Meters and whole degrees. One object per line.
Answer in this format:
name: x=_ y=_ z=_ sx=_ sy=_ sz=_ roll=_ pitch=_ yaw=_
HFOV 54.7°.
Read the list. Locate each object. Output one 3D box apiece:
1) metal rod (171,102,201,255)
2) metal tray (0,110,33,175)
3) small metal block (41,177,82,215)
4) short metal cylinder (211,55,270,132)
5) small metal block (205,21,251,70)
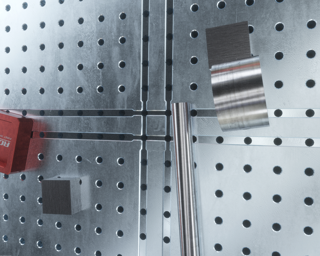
metal rod: x=0.036 y=0.117 z=0.399 sx=0.025 sy=0.025 sz=0.298 roll=-4 pitch=89 yaw=19
metal tray: x=-0.276 y=0.015 z=0.504 sx=0.130 sy=0.030 sz=0.089 roll=13 pitch=94 yaw=19
small metal block: x=-0.147 y=0.101 z=0.463 sx=0.050 sy=0.025 sz=0.050 roll=-3 pitch=89 yaw=19
short metal cylinder: x=0.092 y=-0.038 z=0.351 sx=0.050 sy=0.080 sz=0.080 roll=-9 pitch=87 yaw=20
small metal block: x=0.086 y=-0.099 z=0.382 sx=0.050 sy=0.025 sz=0.050 roll=-5 pitch=88 yaw=19
